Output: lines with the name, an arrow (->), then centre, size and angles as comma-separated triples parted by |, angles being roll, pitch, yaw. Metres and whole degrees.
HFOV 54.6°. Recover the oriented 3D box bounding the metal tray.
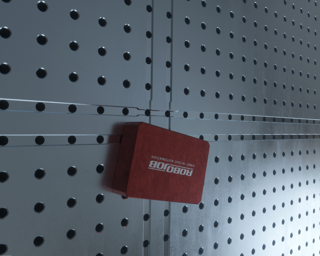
metal tray -> 0.007, 0.049, 0.411 | 0.131, 0.030, 0.090 | 17, 79, -39
